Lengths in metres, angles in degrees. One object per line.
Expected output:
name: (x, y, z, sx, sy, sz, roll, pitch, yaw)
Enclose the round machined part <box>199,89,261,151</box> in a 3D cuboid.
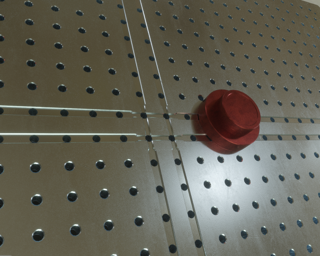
round machined part: (0.111, -0.018, 0.468, 0.099, 0.042, 0.098, 13, 56, -21)
